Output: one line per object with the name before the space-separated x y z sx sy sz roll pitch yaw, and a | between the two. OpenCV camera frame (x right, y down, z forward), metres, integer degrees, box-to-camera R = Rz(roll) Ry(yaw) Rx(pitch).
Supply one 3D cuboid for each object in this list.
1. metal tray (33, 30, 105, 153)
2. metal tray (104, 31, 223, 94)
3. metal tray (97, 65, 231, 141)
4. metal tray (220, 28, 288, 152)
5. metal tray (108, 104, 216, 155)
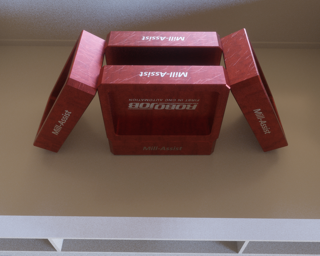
metal tray | -0.109 -0.040 0.370 0.030 0.129 0.090 22 46 -24
metal tray | 0.004 -0.072 0.381 0.131 0.089 0.030 0 50 0
metal tray | 0.004 -0.025 0.342 0.131 0.089 0.030 0 50 -1
metal tray | 0.114 -0.042 0.372 0.030 0.130 0.090 -20 47 23
metal tray | 0.003 -0.009 0.408 0.131 0.030 0.090 0 50 -1
